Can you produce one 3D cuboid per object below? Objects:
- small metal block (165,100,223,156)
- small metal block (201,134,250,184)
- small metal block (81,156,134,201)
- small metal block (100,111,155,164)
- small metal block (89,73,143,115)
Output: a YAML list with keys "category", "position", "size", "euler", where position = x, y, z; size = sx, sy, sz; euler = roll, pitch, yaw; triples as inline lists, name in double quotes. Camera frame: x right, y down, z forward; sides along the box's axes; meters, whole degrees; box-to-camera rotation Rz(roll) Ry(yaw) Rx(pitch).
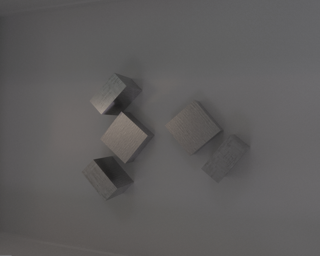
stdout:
- category: "small metal block"
  position: [0.044, 0.000, 0.395]
  size: [0.050, 0.025, 0.050]
  euler: [-42, 77, 15]
- category: "small metal block"
  position: [0.080, 0.035, 0.369]
  size: [0.025, 0.050, 0.050]
  euler: [41, 103, 15]
- category: "small metal block"
  position: [-0.070, 0.067, 0.422]
  size: [0.025, 0.050, 0.050]
  euler: [-46, 76, 14]
- category: "small metal block"
  position: [-0.045, 0.013, 0.426]
  size: [0.050, 0.025, 0.050]
  euler: [42, 103, 15]
- category: "small metal block"
  position: [-0.058, -0.044, 0.418]
  size: [0.050, 0.050, 0.025]
  euler: [-46, 76, 14]
